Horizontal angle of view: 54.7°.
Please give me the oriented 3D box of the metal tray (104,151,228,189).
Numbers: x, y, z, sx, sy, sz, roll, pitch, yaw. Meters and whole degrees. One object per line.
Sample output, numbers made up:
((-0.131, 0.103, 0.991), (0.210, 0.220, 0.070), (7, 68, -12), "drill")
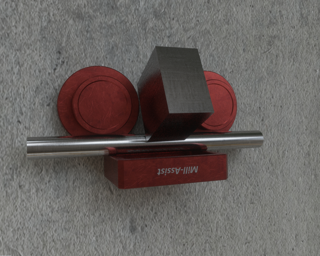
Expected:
((0.004, 0.046, 0.378), (0.131, 0.090, 0.030), (-1, 91, -20), "metal tray")

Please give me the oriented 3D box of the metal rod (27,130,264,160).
((-0.002, 0.019, 0.389), (0.303, 0.025, 0.025), (-1, 91, -21), "metal rod")

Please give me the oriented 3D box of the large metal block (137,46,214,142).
((0.013, -0.036, 0.358), (0.050, 0.080, 0.080), (-2, 67, -21), "large metal block")

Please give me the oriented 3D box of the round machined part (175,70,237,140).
((0.065, -0.031, 0.425), (0.099, 0.042, 0.097), (0, 90, -21), "round machined part")

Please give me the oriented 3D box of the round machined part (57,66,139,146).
((-0.072, -0.027, 0.373), (0.099, 0.042, 0.097), (0, 90, -21), "round machined part")
